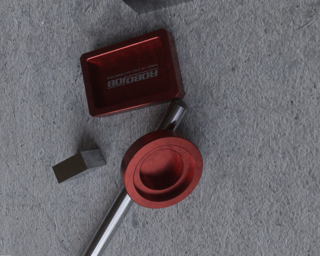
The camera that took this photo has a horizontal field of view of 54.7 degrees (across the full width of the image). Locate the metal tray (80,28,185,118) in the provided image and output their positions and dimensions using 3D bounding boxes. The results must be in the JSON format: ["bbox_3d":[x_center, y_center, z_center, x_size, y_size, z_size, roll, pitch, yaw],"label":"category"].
[{"bbox_3d":[-0.039,-0.070,0.420,0.130,0.030,0.090,-12,86,19],"label":"metal tray"}]

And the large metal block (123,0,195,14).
[{"bbox_3d":[-0.005,-0.202,0.397,0.080,0.050,0.080,-7,88,19],"label":"large metal block"}]

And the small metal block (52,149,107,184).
[{"bbox_3d":[-0.112,0.053,0.435,0.050,0.050,0.025,-27,81,18],"label":"small metal block"}]

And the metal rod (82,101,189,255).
[{"bbox_3d":[-0.048,0.098,0.425,0.025,0.025,0.299,34,101,17],"label":"metal rod"}]

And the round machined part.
[{"bbox_3d":[-0.001,0.046,0.382,0.099,0.042,0.097,-8,114,-17],"label":"round machined part"}]
